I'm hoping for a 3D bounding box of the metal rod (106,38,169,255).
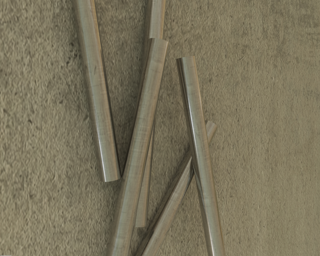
[{"bbox_3d":[-0.029,0.044,0.360,0.025,0.025,0.298,13,87,-39],"label":"metal rod"}]

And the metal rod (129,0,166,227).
[{"bbox_3d":[-0.016,-0.030,0.390,0.025,0.025,0.298,8,85,-40],"label":"metal rod"}]

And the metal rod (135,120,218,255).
[{"bbox_3d":[0.007,0.117,0.410,0.025,0.025,0.300,44,64,-31],"label":"metal rod"}]

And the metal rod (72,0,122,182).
[{"bbox_3d":[-0.076,-0.089,0.340,0.025,0.025,0.298,-13,98,-39],"label":"metal rod"}]

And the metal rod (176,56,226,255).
[{"bbox_3d":[0.058,0.055,0.419,0.025,0.025,0.298,-17,101,-39],"label":"metal rod"}]
